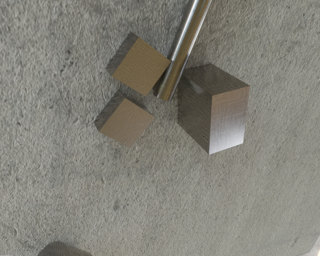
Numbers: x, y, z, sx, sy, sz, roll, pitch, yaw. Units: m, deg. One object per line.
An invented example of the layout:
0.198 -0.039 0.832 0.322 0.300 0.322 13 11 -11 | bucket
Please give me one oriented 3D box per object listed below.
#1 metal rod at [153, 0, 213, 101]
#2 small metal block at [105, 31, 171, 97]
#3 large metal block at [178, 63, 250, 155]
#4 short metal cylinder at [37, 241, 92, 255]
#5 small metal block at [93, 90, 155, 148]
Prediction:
0.056 -0.168 0.334 0.025 0.025 0.298 9 114 -33 | metal rod
-0.024 -0.071 0.351 0.050 0.025 0.050 29 102 -38 | small metal block
0.063 -0.027 0.391 0.050 0.080 0.079 -16 125 -20 | large metal block
-0.135 0.203 0.425 0.080 0.080 0.050 -44 130 2 | short metal cylinder
-0.044 -0.010 0.378 0.050 0.025 0.050 32 100 -39 | small metal block
